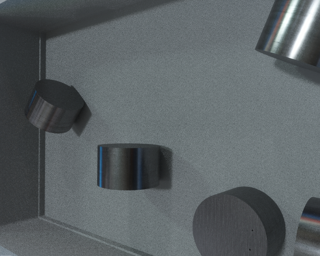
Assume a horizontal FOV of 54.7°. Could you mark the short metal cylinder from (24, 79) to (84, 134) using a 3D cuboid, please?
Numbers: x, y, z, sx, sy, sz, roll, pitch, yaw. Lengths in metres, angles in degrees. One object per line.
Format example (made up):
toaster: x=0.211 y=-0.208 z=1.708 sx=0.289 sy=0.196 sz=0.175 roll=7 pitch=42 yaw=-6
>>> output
short metal cylinder: x=-0.174 y=-0.036 z=0.511 sx=0.080 sy=0.081 sz=0.050 roll=50 pitch=119 yaw=28

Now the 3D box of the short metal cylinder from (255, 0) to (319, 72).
short metal cylinder: x=0.130 y=-0.078 z=0.263 sx=0.080 sy=0.081 sz=0.050 roll=31 pitch=109 yaw=35

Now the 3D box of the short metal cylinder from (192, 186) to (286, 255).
short metal cylinder: x=0.081 y=0.105 z=0.322 sx=0.080 sy=0.050 sz=0.079 roll=0 pitch=90 yaw=39

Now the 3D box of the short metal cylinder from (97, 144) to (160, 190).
short metal cylinder: x=-0.040 y=0.048 z=0.402 sx=0.080 sy=0.081 sz=0.050 roll=2 pitch=91 yaw=39

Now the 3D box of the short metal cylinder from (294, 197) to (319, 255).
short metal cylinder: x=0.146 y=0.101 z=0.250 sx=0.050 sy=0.081 sz=0.079 roll=5 pitch=93 yaw=39
